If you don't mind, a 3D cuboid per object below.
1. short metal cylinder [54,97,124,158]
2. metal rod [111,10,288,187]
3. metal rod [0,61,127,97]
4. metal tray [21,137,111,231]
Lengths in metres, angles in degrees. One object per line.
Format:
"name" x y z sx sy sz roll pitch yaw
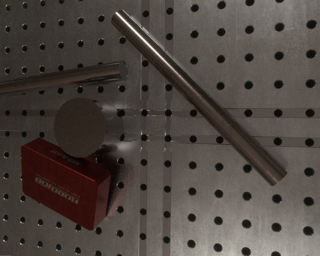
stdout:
"short metal cylinder" -0.099 -0.001 0.433 0.080 0.050 0.079 0 90 19
"metal rod" 0.041 -0.047 0.397 0.025 0.025 0.300 -46 76 14
"metal rod" -0.193 -0.069 0.478 0.301 0.025 0.025 -5 89 19
"metal tray" -0.136 0.078 0.439 0.130 0.030 0.089 22 120 18
